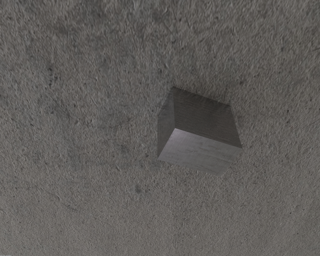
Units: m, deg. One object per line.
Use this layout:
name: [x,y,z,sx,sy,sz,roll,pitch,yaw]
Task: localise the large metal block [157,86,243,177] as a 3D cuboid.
large metal block: [0.044,0.003,0.374,0.080,0.080,0.050,17,128,-14]
